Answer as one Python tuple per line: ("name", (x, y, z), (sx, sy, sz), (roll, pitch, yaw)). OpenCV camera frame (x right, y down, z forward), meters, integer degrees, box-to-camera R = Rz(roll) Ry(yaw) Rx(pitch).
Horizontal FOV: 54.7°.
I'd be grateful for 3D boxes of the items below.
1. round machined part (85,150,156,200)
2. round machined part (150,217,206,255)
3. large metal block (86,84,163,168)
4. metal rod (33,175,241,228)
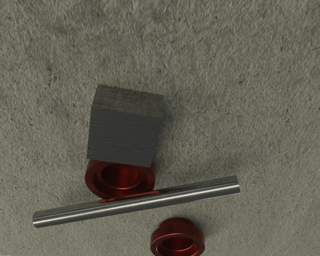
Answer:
("round machined part", (-0.055, 0.062, 0.448), (0.099, 0.042, 0.097), (0, 131, 0))
("round machined part", (0.032, 0.201, 0.567), (0.099, 0.042, 0.097), (0, 130, 0))
("large metal block", (-0.044, -0.002, 0.387), (0.081, 0.050, 0.079), (9, 127, -8))
("metal rod", (-0.039, 0.107, 0.442), (0.301, 0.025, 0.025), (-12, 129, 9))
